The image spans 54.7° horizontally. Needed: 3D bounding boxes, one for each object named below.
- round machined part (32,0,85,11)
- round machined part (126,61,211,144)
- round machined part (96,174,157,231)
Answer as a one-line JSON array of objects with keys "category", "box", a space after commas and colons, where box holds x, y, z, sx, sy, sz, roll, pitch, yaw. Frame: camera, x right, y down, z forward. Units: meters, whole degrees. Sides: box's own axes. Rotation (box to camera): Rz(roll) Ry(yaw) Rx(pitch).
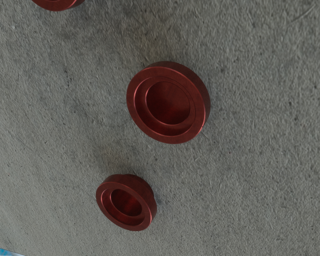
[{"category": "round machined part", "box": [-0.113, -0.184, 0.342, 0.098, 0.042, 0.097, 13, 124, 21]}, {"category": "round machined part", "box": [0.013, -0.033, 0.369, 0.098, 0.042, 0.097, 13, 124, 21]}, {"category": "round machined part", "box": [-0.049, 0.112, 0.491, 0.098, 0.042, 0.097, 13, 124, 21]}]
